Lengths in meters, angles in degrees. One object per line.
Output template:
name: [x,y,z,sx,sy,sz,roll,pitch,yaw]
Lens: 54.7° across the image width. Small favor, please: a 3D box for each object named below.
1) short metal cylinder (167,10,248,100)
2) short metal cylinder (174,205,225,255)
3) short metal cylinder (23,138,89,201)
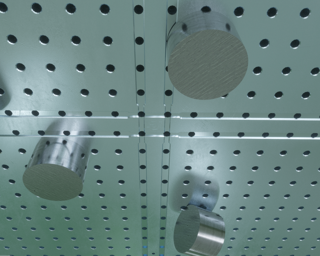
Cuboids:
short metal cylinder: [0.048,-0.077,0.330,0.081,0.050,0.079,0,130,0]
short metal cylinder: [0.066,0.178,0.528,0.050,0.080,0.080,24,126,-19]
short metal cylinder: [-0.147,0.060,0.444,0.081,0.050,0.079,-1,130,0]
